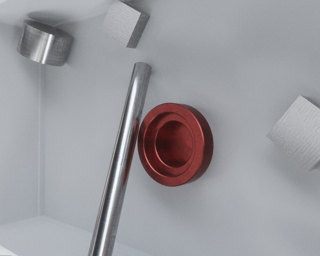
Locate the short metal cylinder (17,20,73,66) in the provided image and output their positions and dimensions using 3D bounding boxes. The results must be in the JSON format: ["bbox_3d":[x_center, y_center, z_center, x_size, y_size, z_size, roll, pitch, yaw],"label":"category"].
[{"bbox_3d":[-0.197,-0.145,0.530,0.080,0.081,0.050,37,113,33],"label":"short metal cylinder"}]

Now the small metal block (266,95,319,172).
[{"bbox_3d":[0.139,0.005,0.291,0.050,0.025,0.050,47,118,29],"label":"small metal block"}]

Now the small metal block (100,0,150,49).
[{"bbox_3d":[-0.050,-0.148,0.438,0.050,0.025,0.050,35,113,18],"label":"small metal block"}]

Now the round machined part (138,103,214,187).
[{"bbox_3d":[0.022,0.019,0.376,0.098,0.042,0.097,0,90,39],"label":"round machined part"}]

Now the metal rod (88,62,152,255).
[{"bbox_3d":[-0.048,0.051,0.366,0.025,0.025,0.299,-11,58,39],"label":"metal rod"}]
